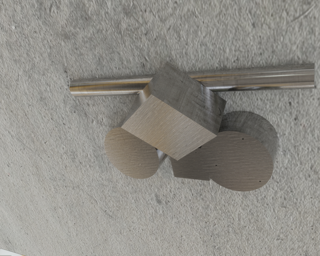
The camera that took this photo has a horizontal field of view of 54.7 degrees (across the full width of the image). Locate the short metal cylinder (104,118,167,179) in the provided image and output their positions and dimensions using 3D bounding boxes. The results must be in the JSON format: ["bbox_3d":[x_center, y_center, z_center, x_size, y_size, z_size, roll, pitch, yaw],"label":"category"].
[{"bbox_3d":[-0.027,0.022,0.419,0.080,0.050,0.079,13,124,21],"label":"short metal cylinder"}]

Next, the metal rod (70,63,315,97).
[{"bbox_3d":[0.015,-0.053,0.367,0.300,0.025,0.025,1,119,27],"label":"metal rod"}]

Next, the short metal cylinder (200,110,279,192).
[{"bbox_3d":[0.093,0.026,0.359,0.080,0.050,0.079,13,124,21],"label":"short metal cylinder"}]

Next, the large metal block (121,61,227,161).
[{"bbox_3d":[0.014,-0.015,0.352,0.080,0.050,0.080,31,144,-13],"label":"large metal block"}]

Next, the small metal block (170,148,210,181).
[{"bbox_3d":[0.042,0.040,0.412,0.050,0.025,0.050,2,120,27],"label":"small metal block"}]
